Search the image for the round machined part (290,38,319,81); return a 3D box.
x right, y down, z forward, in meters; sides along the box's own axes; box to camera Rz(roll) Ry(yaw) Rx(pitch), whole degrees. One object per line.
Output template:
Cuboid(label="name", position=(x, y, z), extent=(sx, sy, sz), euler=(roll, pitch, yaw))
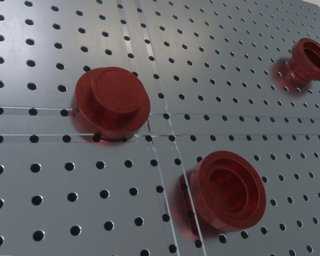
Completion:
Cuboid(label="round machined part", position=(0.313, -0.137, 0.648), extent=(0.099, 0.042, 0.098), euler=(13, 56, -21))

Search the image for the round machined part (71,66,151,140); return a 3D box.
Cuboid(label="round machined part", position=(-0.057, -0.038, 0.389), extent=(0.099, 0.042, 0.098), euler=(13, 56, -21))

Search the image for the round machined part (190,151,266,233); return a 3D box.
Cuboid(label="round machined part", position=(0.080, 0.081, 0.390), extent=(0.099, 0.042, 0.098), euler=(13, 56, -21))
